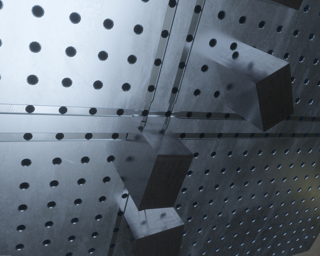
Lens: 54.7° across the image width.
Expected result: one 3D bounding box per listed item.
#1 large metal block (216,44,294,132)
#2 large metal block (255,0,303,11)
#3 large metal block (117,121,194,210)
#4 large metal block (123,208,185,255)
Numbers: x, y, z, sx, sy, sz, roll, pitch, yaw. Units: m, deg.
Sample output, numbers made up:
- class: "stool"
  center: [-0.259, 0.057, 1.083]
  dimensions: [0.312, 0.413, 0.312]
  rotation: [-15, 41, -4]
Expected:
- class: "large metal block"
  center: [0.127, -0.054, 0.414]
  dimensions: [0.050, 0.080, 0.080]
  rotation: [-31, 129, -8]
- class: "large metal block"
  center: [0.120, -0.180, 0.332]
  dimensions: [0.050, 0.080, 0.079]
  rotation: [3, 117, -30]
- class: "large metal block"
  center: [-0.010, 0.046, 0.401]
  dimensions: [0.050, 0.080, 0.079]
  rotation: [5, 116, -31]
- class: "large metal block"
  center: [-0.012, 0.177, 0.500]
  dimensions: [0.081, 0.050, 0.079]
  rotation: [-9, 123, -24]
